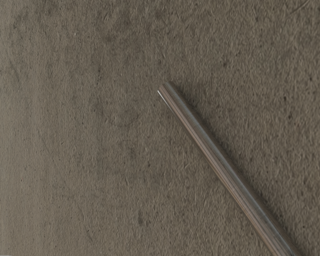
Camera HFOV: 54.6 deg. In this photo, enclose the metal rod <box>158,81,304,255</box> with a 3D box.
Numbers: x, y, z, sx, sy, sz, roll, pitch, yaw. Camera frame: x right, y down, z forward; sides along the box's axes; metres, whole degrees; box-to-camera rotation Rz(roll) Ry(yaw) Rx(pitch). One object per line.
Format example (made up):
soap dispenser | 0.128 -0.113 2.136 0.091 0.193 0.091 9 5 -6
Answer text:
metal rod | 0.083 0.062 0.336 0.025 0.025 0.299 -48 61 29
